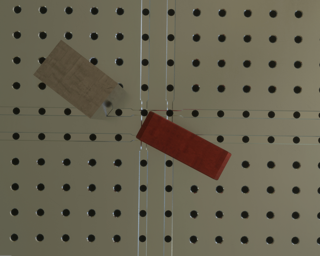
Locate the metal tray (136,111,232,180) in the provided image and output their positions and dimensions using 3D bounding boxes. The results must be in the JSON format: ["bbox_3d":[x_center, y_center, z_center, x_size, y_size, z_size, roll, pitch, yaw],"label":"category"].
[{"bbox_3d":[0.023,0.017,0.361,0.090,0.130,0.030,28,90,0],"label":"metal tray"}]

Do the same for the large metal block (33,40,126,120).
[{"bbox_3d":[-0.094,-0.055,0.385,0.080,0.080,0.050,38,90,0],"label":"large metal block"}]
